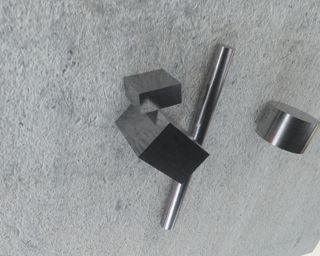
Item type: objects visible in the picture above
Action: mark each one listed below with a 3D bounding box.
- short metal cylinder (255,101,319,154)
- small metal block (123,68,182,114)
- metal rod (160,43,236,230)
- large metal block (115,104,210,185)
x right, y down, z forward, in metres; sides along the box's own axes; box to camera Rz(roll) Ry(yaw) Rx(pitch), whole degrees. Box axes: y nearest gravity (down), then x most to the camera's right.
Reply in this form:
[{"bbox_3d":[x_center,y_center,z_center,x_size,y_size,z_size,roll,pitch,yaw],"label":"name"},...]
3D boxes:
[{"bbox_3d":[0.195,-0.003,0.476,0.081,0.080,0.050,7,115,-32],"label":"short metal cylinder"},{"bbox_3d":[-0.009,-0.044,0.358,0.050,0.050,0.025,-17,125,-19],"label":"small metal block"},{"bbox_3d":[0.048,0.028,0.450,0.025,0.025,0.298,1,118,-29],"label":"metal rod"},{"bbox_3d":[0.002,0.012,0.380,0.050,0.080,0.080,-48,129,5],"label":"large metal block"}]
